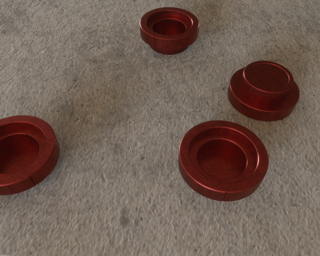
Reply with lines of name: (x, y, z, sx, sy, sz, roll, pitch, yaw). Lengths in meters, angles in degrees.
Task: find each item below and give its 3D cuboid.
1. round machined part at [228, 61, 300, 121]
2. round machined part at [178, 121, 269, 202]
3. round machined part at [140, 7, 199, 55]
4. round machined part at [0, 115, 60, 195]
round machined part: (0.150, -0.059, 0.444, 0.099, 0.042, 0.098, 0, 50, 0)
round machined part: (0.070, 0.041, 0.359, 0.099, 0.042, 0.098, 0, 50, 0)
round machined part: (0.015, -0.162, 0.528, 0.099, 0.042, 0.098, 0, 50, 0)
round machined part: (-0.167, 0.035, 0.361, 0.099, 0.042, 0.098, 0, 50, 0)
